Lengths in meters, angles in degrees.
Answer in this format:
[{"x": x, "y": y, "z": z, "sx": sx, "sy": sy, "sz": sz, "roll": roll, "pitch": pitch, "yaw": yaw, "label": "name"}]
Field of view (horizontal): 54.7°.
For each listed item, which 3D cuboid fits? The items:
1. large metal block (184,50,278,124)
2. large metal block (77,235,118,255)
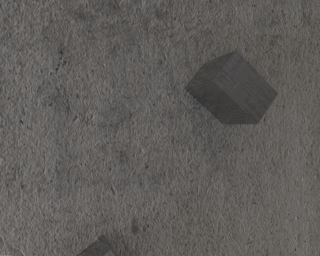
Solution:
[{"x": 0.092, "y": -0.049, "z": 0.413, "sx": 0.080, "sy": 0.080, "sz": 0.050, "roll": 41, "pitch": 77, "yaw": -16, "label": "large metal block"}, {"x": -0.075, "y": 0.192, "z": 0.368, "sx": 0.080, "sy": 0.050, "sz": 0.080, "roll": -35, "pitch": 102, "yaw": -17, "label": "large metal block"}]
